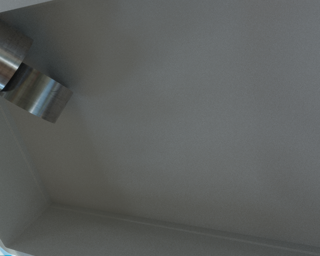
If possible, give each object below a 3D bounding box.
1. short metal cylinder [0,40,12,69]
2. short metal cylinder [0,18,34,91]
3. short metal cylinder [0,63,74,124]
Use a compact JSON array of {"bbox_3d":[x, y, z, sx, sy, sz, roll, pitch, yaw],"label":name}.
[{"bbox_3d":[-0.266,-0.102,0.447,0.080,0.080,0.050,-5,116,30],"label":"short metal cylinder"},{"bbox_3d":[-0.205,-0.094,0.390,0.050,0.080,0.080,33,135,-31],"label":"short metal cylinder"},{"bbox_3d":[-0.167,-0.047,0.421,0.080,0.080,0.050,29,85,9],"label":"short metal cylinder"}]
